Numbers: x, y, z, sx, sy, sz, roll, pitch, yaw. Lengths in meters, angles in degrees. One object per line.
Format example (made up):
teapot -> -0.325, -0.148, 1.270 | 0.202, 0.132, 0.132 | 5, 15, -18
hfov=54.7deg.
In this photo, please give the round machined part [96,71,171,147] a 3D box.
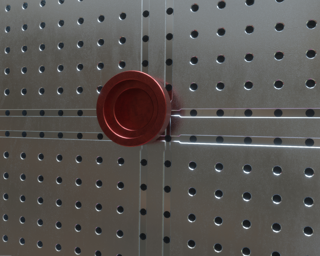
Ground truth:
round machined part -> -0.031, -0.025, 0.414 | 0.098, 0.042, 0.097 | 0, 90, 19
